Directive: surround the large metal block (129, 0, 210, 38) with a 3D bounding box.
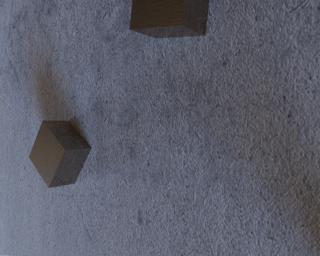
[{"bbox_3d":[0.013,-0.157,0.378,0.080,0.050,0.079,11,97,39],"label":"large metal block"}]

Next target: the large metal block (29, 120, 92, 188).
[{"bbox_3d":[-0.173,0.043,0.532,0.080,0.050,0.080,43,116,31],"label":"large metal block"}]
